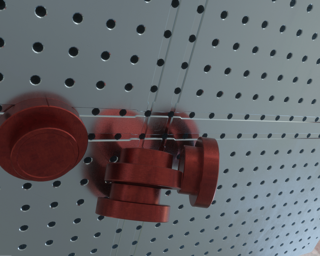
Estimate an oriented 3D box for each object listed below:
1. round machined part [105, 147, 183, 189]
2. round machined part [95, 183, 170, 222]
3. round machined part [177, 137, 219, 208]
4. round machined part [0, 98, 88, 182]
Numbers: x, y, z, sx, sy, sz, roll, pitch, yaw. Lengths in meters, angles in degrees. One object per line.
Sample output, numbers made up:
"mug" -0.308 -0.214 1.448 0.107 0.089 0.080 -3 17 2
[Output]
"round machined part" -0.019 0.052 0.398 0.099 0.098 0.042 16 73 -35
"round machined part" -0.034 0.099 0.418 0.099 0.098 0.042 16 75 -35
"round machined part" 0.049 0.060 0.435 0.042 0.098 0.097 8 118 -3
"round machined part" -0.128 0.020 0.342 0.099 0.042 0.097 -14 124 -21
